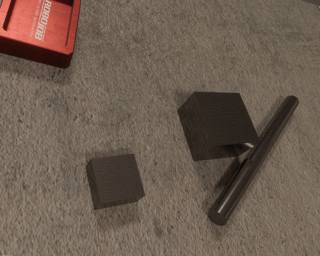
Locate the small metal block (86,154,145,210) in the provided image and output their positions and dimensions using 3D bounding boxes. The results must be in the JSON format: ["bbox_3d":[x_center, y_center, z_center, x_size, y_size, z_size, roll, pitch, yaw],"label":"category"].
[{"bbox_3d":[-0.050,0.059,0.342,0.050,0.025,0.050,-4,64,-30],"label":"small metal block"}]

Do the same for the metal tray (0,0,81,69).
[{"bbox_3d":[-0.156,-0.146,0.406,0.091,0.030,0.130,12,57,-22],"label":"metal tray"}]

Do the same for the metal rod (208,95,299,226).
[{"bbox_3d":[0.155,0.030,0.471,0.025,0.025,0.302,45,51,3],"label":"metal rod"}]

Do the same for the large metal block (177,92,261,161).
[{"bbox_3d":[0.081,-0.003,0.435,0.081,0.050,0.080,-2,63,-30],"label":"large metal block"}]
